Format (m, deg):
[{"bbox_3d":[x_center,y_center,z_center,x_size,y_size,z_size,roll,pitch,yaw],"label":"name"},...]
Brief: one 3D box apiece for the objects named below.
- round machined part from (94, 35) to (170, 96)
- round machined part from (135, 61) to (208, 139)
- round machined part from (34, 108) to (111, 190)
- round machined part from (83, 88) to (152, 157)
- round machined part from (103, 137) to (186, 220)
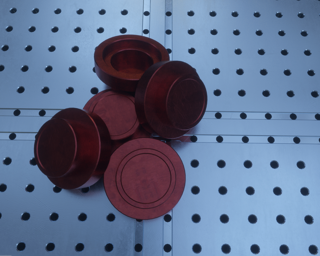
[{"bbox_3d":[-0.038,-0.082,0.420,0.099,0.042,0.098,4,49,-4],"label":"round machined part"},{"bbox_3d":[0.021,-0.034,0.384,0.042,0.098,0.098,15,64,49],"label":"round machined part"},{"bbox_3d":[-0.110,0.024,0.367,0.098,0.042,0.097,-3,83,29],"label":"round machined part"},{"bbox_3d":[-0.056,-0.010,0.404,0.099,0.042,0.098,0,70,-1],"label":"round machined part"},{"bbox_3d":[-0.018,0.059,0.368,0.099,0.042,0.097,1,81,-6],"label":"round machined part"}]
